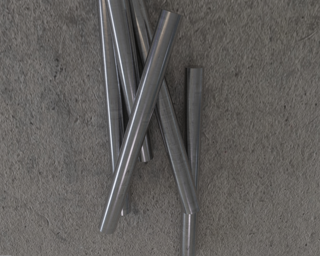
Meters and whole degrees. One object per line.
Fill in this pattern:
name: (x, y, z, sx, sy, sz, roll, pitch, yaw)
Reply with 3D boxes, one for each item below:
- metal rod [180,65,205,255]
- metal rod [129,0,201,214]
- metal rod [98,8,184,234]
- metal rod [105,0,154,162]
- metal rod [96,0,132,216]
metal rod: (0.043, 0.064, 0.433, 0.025, 0.025, 0.298, 0, 110, 0)
metal rod: (0.004, -0.029, 0.384, 0.025, 0.025, 0.298, -15, 104, 5)
metal rod: (-0.031, 0.010, 0.379, 0.025, 0.025, 0.298, 16, 113, -6)
metal rod: (-0.040, -0.092, 0.356, 0.025, 0.025, 0.298, -7, 117, 2)
metal rod: (-0.057, -0.019, 0.402, 0.025, 0.025, 0.298, -1, 110, 0)
